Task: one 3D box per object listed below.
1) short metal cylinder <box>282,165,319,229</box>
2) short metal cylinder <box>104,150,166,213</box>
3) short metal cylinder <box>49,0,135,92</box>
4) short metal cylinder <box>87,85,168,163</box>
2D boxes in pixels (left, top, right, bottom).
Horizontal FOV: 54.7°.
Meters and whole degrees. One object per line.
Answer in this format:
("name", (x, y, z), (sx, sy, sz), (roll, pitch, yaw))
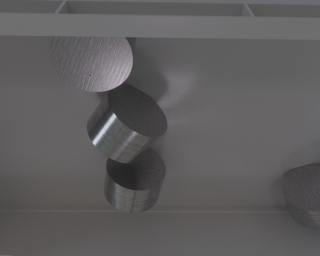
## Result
("short metal cylinder", (0.229, 0.102, 0.462), (0.080, 0.080, 0.050), (-18, 128, 15))
("short metal cylinder", (-0.036, 0.070, 0.432), (0.081, 0.080, 0.050), (8, 130, -7))
("short metal cylinder", (-0.067, -0.084, 0.320), (0.081, 0.050, 0.079), (0, 130, 0))
("short metal cylinder", (-0.038, -0.005, 0.368), (0.080, 0.080, 0.050), (28, 125, -22))
